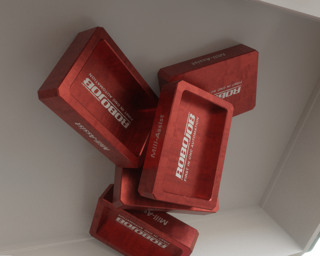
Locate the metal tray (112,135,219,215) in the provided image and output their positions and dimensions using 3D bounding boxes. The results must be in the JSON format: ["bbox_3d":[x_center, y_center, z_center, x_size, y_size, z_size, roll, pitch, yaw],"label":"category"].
[{"bbox_3d":[0.010,0.060,0.395,0.131,0.090,0.030,11,155,-21],"label":"metal tray"}]

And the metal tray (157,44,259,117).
[{"bbox_3d":[0.067,-0.050,0.411,0.131,0.030,0.089,-20,126,-17],"label":"metal tray"}]

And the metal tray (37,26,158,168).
[{"bbox_3d":[-0.052,-0.027,0.327,0.130,0.030,0.090,49,50,-39],"label":"metal tray"}]

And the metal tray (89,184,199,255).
[{"bbox_3d":[-0.025,0.139,0.411,0.030,0.130,0.089,-53,168,-51],"label":"metal tray"}]

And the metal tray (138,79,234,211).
[{"bbox_3d":[0.033,0.021,0.354,0.091,0.030,0.129,20,77,-33],"label":"metal tray"}]
